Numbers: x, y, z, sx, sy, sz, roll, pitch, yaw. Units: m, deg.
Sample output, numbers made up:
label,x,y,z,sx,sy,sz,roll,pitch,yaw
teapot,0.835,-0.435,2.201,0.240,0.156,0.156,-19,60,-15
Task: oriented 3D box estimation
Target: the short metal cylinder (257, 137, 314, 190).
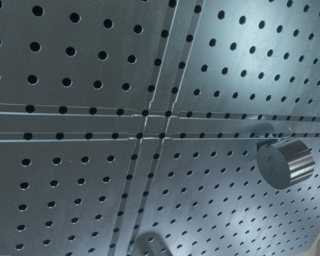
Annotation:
label,x,y,z,sx,sy,sz,roll,pitch,yaw
short metal cylinder,0.213,0.060,0.532,0.050,0.080,0.079,-16,125,-20
